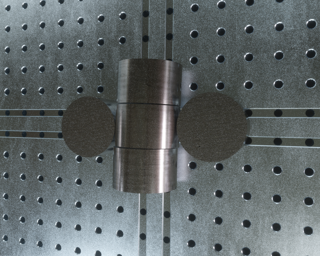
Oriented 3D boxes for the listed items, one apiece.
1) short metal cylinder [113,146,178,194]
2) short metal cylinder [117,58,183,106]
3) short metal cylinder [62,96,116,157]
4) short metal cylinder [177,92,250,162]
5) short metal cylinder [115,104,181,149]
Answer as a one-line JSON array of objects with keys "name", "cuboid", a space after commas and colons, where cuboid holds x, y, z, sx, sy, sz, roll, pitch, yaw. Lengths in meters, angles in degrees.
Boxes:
[{"name": "short metal cylinder", "cuboid": [-0.018, 0.048, 0.388, 0.080, 0.080, 0.050, 1, 91, 19]}, {"name": "short metal cylinder", "cuboid": [-0.013, -0.054, 0.386, 0.080, 0.080, 0.050, 3, 91, 19]}, {"name": "short metal cylinder", "cuboid": [-0.086, -0.002, 0.428, 0.080, 0.050, 0.079, 0, 90, 19]}, {"name": "short metal cylinder", "cuboid": [0.066, -0.001, 0.375, 0.080, 0.050, 0.079, 0, 90, 19]}, {"name": "short metal cylinder", "cuboid": [-0.015, -0.002, 0.387, 0.080, 0.080, 0.050, 2, 91, 19]}]
